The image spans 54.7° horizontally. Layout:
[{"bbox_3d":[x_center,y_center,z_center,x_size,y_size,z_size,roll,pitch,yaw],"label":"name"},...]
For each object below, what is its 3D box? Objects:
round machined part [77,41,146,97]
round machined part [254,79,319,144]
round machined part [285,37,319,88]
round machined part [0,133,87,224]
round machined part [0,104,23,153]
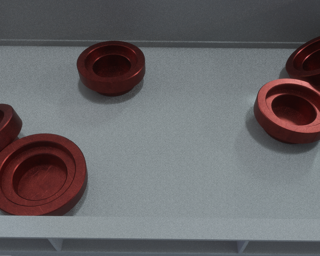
[{"bbox_3d":[-0.071,-0.085,0.465,0.099,0.042,0.098,0,50,0],"label":"round machined part"},{"bbox_3d":[0.174,-0.017,0.410,0.099,0.042,0.098,0,50,0],"label":"round machined part"},{"bbox_3d":[0.241,-0.093,0.453,0.098,0.042,0.098,-30,28,19],"label":"round machined part"},{"bbox_3d":[-0.129,0.057,0.340,0.099,0.042,0.098,4,54,-5],"label":"round machined part"},{"bbox_3d":[-0.208,0.017,0.365,0.098,0.042,0.098,-13,37,10],"label":"round machined part"}]
